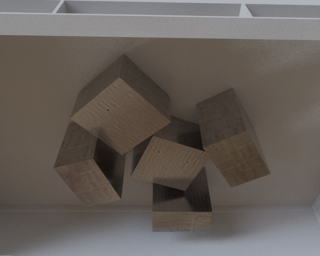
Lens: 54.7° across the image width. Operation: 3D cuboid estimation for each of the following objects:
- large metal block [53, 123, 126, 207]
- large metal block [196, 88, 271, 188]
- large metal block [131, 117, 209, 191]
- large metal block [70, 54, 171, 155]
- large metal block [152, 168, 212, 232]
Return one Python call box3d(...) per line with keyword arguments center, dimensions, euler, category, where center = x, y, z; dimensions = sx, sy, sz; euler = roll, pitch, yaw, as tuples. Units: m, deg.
box3d(center=(-0.086, 0.043, 0.407), dimensions=(0.050, 0.080, 0.080), euler=(-15, 129, 12), category="large metal block")
box3d(center=(0.089, 0.012, 0.382), dimensions=(0.050, 0.080, 0.080), euler=(-25, 126, 19), category="large metal block")
box3d(center=(0.013, 0.033, 0.419), dimensions=(0.081, 0.050, 0.079), euler=(17, 128, -15), category="large metal block")
box3d(center=(-0.044, -0.025, 0.368), dimensions=(0.080, 0.050, 0.080), euler=(-35, 123, 25), category="large metal block")
box3d(center=(0.030, 0.106, 0.462), dimensions=(0.081, 0.080, 0.050), euler=(1, 130, -1), category="large metal block")
